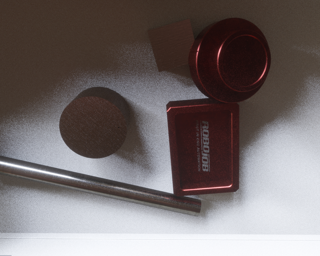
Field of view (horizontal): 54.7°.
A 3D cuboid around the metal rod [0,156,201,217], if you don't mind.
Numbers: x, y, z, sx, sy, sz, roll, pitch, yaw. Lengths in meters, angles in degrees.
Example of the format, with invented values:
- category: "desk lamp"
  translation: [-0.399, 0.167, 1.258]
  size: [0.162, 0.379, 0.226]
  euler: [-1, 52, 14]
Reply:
- category: "metal rod"
  translation: [-0.089, 0.083, 0.440]
  size: [0.302, 0.025, 0.025]
  euler: [14, 110, -6]

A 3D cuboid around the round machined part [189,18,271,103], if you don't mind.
- category: "round machined part"
  translation: [0.087, -0.077, 0.359]
  size: [0.099, 0.042, 0.097]
  euler: [-4, 102, -18]

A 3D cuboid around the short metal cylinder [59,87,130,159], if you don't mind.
- category: "short metal cylinder"
  translation: [-0.080, -0.008, 0.394]
  size: [0.081, 0.050, 0.079]
  euler: [0, 110, -1]

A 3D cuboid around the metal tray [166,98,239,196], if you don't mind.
- category: "metal tray"
  translation: [0.059, 0.026, 0.419]
  size: [0.091, 0.030, 0.129]
  euler: [-5, 110, 1]

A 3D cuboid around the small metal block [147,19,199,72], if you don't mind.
- category: "small metal block"
  translation: [0.016, -0.100, 0.375]
  size: [0.050, 0.025, 0.050]
  euler: [-15, 110, 5]
